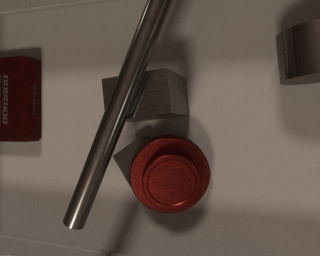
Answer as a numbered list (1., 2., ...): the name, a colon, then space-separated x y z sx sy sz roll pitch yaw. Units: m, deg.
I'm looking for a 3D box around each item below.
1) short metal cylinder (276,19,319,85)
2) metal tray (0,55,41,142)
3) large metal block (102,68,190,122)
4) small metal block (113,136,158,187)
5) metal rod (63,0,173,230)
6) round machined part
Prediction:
1. short metal cylinder: 0.166 -0.077 0.323 0.080 0.080 0.050 -5 88 19
2. metal tray: -0.234 -0.044 0.488 0.090 0.030 0.129 0 90 19
3. large metal block: -0.014 -0.037 0.386 0.080 0.080 0.050 -6 88 19
4. small metal block: -0.027 0.045 0.419 0.050 0.025 0.050 -35 79 16
5. metal rod: -0.044 -0.026 0.340 0.025 0.025 0.298 25 98 18
6. round machined part: 0.013 0.059 0.377 0.099 0.042 0.097 -1 102 -3
